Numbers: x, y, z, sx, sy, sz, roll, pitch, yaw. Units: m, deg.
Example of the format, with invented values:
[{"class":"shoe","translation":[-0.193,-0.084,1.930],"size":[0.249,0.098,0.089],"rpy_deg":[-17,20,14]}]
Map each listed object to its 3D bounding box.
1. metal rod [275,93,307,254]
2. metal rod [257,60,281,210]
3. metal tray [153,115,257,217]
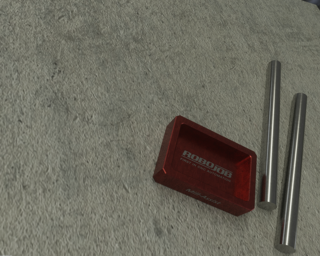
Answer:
[{"class":"metal rod","translation":[0.213,0.049,0.490],"size":[0.025,0.025,0.301],"rpy_deg":[32,51,-8]},{"class":"metal rod","translation":[0.184,-0.008,0.510],"size":[0.025,0.025,0.300],"rpy_deg":[28,52,-12]},{"class":"metal tray","translation":[0.064,0.049,0.406],"size":[0.131,0.030,0.090],"rpy_deg":[25,53,-13]}]
